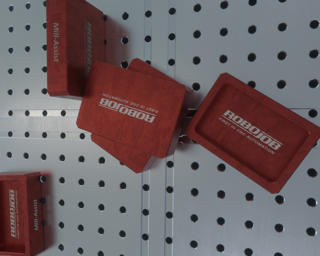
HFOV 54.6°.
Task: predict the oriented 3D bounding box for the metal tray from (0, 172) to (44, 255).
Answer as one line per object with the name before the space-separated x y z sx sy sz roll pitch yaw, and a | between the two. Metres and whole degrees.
metal tray | -0.234 0.137 0.493 0.090 0.030 0.129 -4 89 20

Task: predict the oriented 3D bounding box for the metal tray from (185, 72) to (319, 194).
metal tray | 0.107 0.004 0.372 0.130 0.030 0.090 35 101 16

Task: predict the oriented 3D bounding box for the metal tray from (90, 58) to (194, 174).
metal tray | -0.026 -0.016 0.419 0.090 0.030 0.129 34 101 16

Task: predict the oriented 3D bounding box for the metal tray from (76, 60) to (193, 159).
metal tray | -0.034 -0.025 0.390 0.130 0.030 0.090 19 96 19

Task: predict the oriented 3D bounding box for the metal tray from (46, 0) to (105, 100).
metal tray | -0.110 -0.104 0.417 0.030 0.090 0.129 -1 90 20
